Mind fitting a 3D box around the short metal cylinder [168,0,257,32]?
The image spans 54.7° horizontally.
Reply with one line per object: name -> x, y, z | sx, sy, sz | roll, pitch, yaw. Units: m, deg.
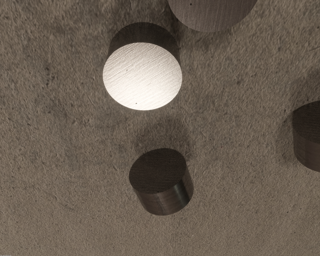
short metal cylinder -> 0.045, -0.134, 0.277 | 0.081, 0.050, 0.079 | 0, 130, 0

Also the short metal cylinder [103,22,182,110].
short metal cylinder -> -0.018, -0.066, 0.334 | 0.081, 0.050, 0.079 | 0, 130, 0

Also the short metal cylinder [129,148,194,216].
short metal cylinder -> 0.003, 0.074, 0.435 | 0.080, 0.080, 0.050 | -12, 129, 9

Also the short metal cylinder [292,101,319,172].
short metal cylinder -> 0.208, 0.009, 0.382 | 0.080, 0.080, 0.050 | -13, 129, 11
